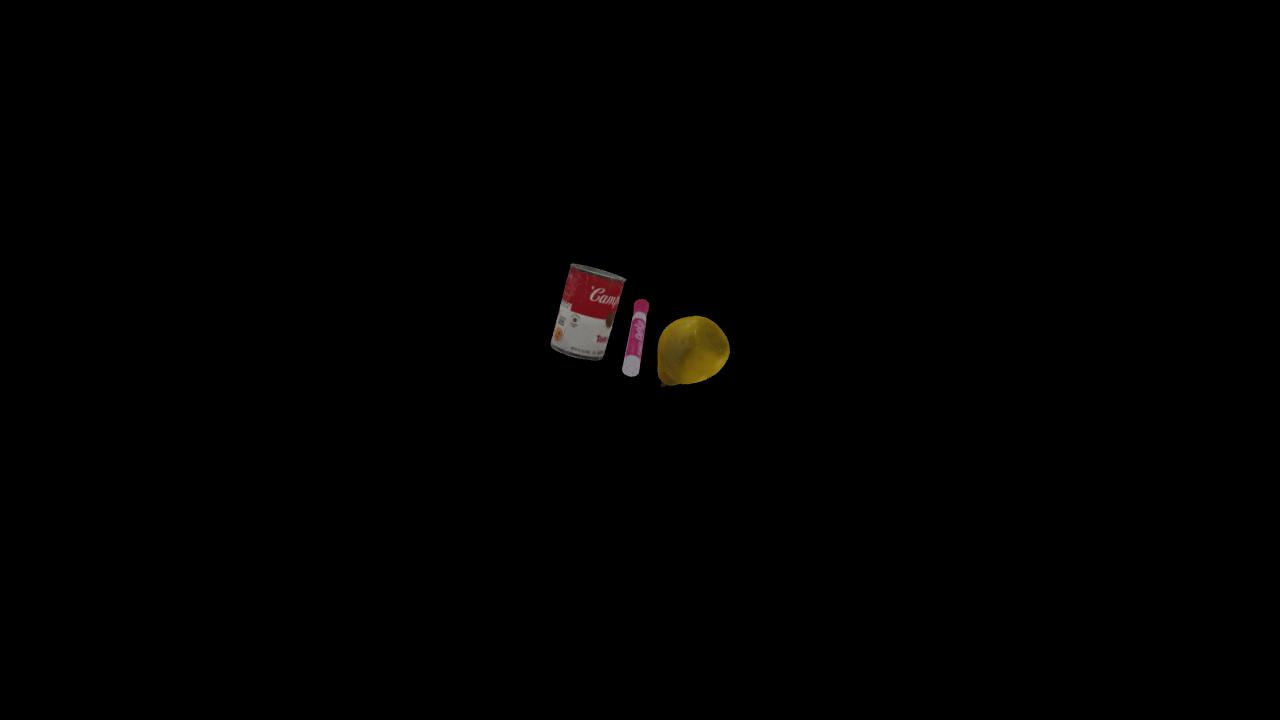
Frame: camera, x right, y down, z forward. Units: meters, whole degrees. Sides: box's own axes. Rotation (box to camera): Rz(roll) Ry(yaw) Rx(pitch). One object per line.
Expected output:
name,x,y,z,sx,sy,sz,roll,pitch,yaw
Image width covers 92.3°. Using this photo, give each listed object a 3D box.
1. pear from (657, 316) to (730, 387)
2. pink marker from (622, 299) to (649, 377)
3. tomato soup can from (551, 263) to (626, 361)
pear,0.044,0.000,0.686,0.080,0.080,0.111,0,-31,-44
pink marker,-0.004,-0.029,0.700,0.020,0.020,0.121,0,43,8
tomato soup can,-0.063,-0.056,0.728,0.068,0.101,0.068,16,12,-3
